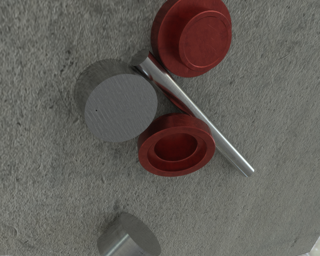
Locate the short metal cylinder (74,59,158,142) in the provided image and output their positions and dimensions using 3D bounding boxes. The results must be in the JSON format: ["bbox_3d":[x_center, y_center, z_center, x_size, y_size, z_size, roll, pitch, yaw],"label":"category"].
[{"bbox_3d":[-0.050,-0.031,0.345,0.081,0.050,0.079,-14,125,-21],"label":"short metal cylinder"}]

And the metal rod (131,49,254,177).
[{"bbox_3d":[0.065,-0.003,0.442,0.025,0.025,0.300,-46,130,3],"label":"metal rod"}]

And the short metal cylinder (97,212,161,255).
[{"bbox_3d":[-0.045,0.172,0.455,0.050,0.080,0.080,-47,130,4],"label":"short metal cylinder"}]

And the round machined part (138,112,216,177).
[{"bbox_3d":[0.020,0.018,0.405,0.099,0.042,0.097,-5,135,-5],"label":"round machined part"}]

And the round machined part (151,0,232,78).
[{"bbox_3d":[0.043,-0.103,0.357,0.099,0.042,0.097,-14,125,-21],"label":"round machined part"}]
